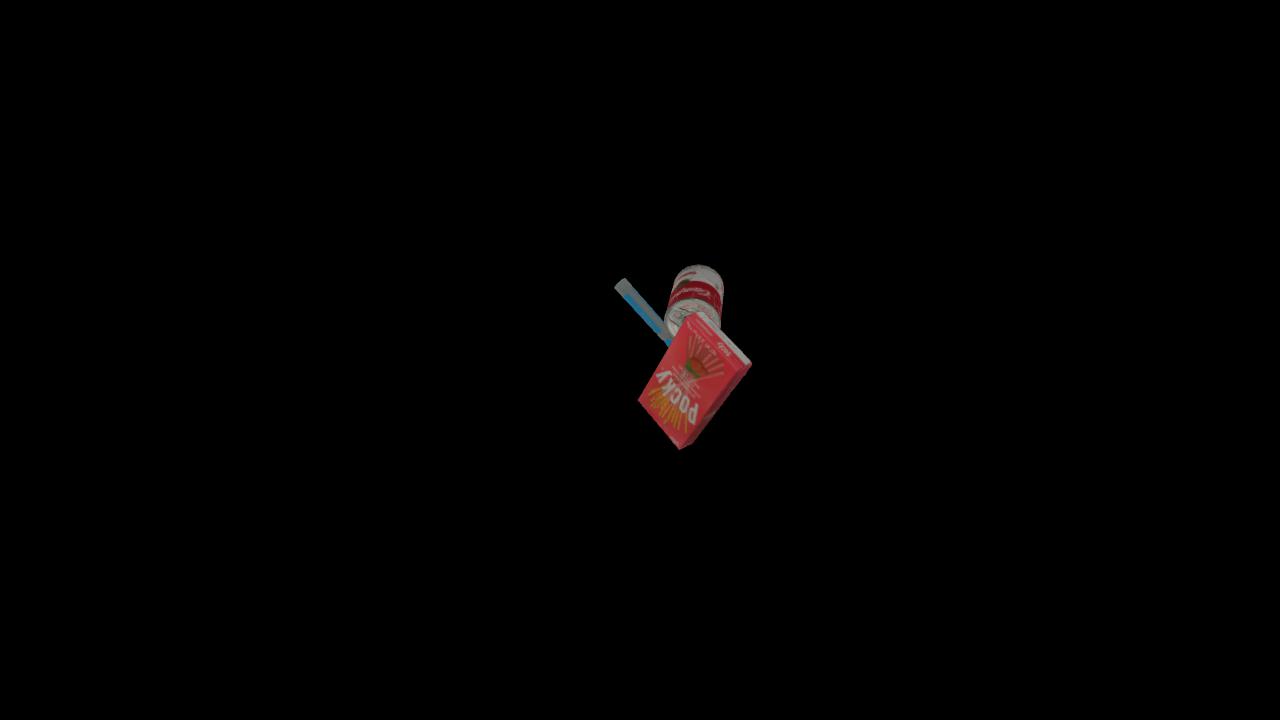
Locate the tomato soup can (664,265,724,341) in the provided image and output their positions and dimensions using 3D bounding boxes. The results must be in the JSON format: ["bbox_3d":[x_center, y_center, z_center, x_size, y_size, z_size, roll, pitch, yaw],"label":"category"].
[{"bbox_3d":[0.069,-0.068,0.757,0.068,0.068,0.101,0,32,11],"label":"tomato soup can"}]

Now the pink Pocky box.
[{"bbox_3d":[0.057,0.027,0.700,0.029,0.084,0.155,-22,-27,-40],"label":"pink Pocky box"}]

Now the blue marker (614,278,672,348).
[{"bbox_3d":[0.014,-0.052,0.769,0.020,0.121,0.020,-40,14,12],"label":"blue marker"}]
